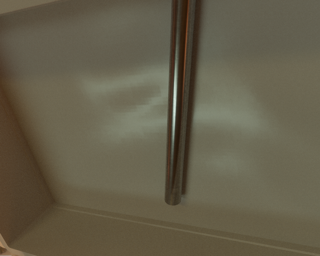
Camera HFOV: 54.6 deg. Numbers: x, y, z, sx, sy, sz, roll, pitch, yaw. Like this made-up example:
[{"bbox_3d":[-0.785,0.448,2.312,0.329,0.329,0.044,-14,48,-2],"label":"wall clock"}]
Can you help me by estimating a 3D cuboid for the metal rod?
[{"bbox_3d":[0.022,-0.019,0.385,0.025,0.025,0.298,15,125,20],"label":"metal rod"}]
